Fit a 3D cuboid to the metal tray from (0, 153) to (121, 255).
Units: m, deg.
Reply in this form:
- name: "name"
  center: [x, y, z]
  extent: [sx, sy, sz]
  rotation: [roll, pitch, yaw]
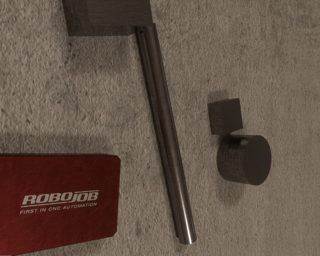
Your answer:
- name: "metal tray"
  center: [-0.105, 0.072, 0.315]
  extent: [0.131, 0.030, 0.089]
  rotation: [5, 87, -40]

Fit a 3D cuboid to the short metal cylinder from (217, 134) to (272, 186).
- name: "short metal cylinder"
  center: [0.139, 0.051, 0.508]
  extent: [0.081, 0.050, 0.079]
  rotation: [0, 90, -40]

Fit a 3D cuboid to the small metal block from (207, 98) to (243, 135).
- name: "small metal block"
  center: [0.105, -0.019, 0.496]
  extent: [0.050, 0.025, 0.050]
  rotation: [-16, 100, -39]

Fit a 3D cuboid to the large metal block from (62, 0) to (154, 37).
- name: "large metal block"
  center: [-0.060, -0.147, 0.340]
  extent: [0.081, 0.050, 0.079]
  rotation: [-15, 100, -39]

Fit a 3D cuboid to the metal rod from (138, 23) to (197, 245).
- name: "metal rod"
  center: [0.011, 0.015, 0.416]
  extent: [0.025, 0.025, 0.298]
  rotation: [-19, 102, -39]
